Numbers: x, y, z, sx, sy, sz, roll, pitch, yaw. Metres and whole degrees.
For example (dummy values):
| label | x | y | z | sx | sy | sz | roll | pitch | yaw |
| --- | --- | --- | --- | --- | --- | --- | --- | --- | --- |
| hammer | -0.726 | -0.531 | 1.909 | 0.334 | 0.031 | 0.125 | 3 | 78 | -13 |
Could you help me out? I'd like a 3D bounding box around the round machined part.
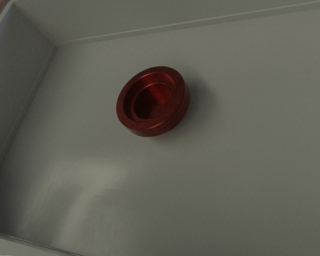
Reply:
| label | x | y | z | sx | sy | sz | roll | pitch | yaw |
| --- | --- | --- | --- | --- | --- | --- | --- | --- | --- |
| round machined part | -0.006 | -0.031 | 0.414 | 0.098 | 0.042 | 0.098 | -13 | 56 | 21 |
